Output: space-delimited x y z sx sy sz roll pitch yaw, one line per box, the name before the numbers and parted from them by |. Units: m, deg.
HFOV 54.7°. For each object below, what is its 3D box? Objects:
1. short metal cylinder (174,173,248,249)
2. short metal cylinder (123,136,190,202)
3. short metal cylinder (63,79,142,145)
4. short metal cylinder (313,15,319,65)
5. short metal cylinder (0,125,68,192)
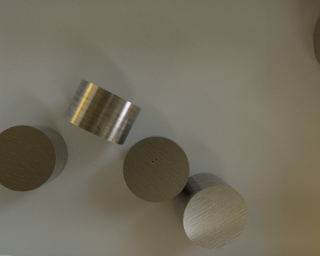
short metal cylinder | 0.062 0.103 0.392 0.081 0.050 0.079 -2 99 -11
short metal cylinder | -0.005 0.050 0.399 0.081 0.050 0.079 0 90 0
short metal cylinder | -0.070 -0.019 0.383 0.080 0.080 0.050 27 90 -1
short metal cylinder | 0.237 -0.114 0.387 0.050 0.080 0.079 -7 90 0
short metal cylinder | -0.166 0.036 0.397 0.081 0.050 0.079 0 90 -1
